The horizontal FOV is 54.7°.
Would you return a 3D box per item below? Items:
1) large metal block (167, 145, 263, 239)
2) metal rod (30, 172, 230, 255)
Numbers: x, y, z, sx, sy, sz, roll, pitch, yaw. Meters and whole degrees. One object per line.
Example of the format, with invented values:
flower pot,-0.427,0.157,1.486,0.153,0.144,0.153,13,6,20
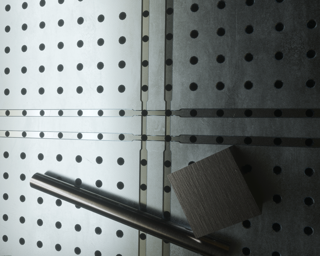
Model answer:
large metal block,0.068,0.075,0.375,0.080,0.050,0.080,-27,81,17
metal rod,-0.054,0.118,0.430,0.301,0.025,0.025,15,95,19
